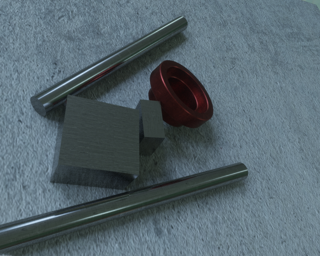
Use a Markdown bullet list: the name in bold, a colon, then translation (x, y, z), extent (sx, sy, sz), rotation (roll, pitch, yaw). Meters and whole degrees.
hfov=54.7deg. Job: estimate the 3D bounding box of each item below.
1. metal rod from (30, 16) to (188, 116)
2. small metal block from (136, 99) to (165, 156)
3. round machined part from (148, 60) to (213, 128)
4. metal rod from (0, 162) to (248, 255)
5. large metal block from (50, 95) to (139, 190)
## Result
- **metal rod**: translation (-0.049, -0.103, 0.440), extent (0.025, 0.025, 0.302), rotation (45, 51, 3)
- **small metal block**: translation (-0.017, 0.001, 0.378), extent (0.025, 0.050, 0.050), rotation (4, 60, -21)
- **round machined part**: translation (0.023, -0.040, 0.419), extent (0.098, 0.042, 0.098), rotation (32, 37, -28)
- **metal rod**: translation (-0.014, 0.079, 0.349), extent (0.303, 0.025, 0.025), rotation (-8, 66, -32)
- **large metal block**: translation (-0.070, 0.018, 0.340), extent (0.081, 0.050, 0.080), rotation (11, 57, -23)
